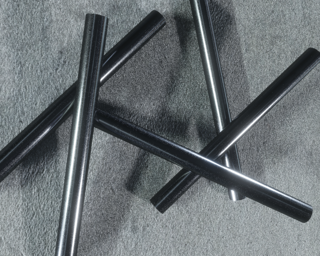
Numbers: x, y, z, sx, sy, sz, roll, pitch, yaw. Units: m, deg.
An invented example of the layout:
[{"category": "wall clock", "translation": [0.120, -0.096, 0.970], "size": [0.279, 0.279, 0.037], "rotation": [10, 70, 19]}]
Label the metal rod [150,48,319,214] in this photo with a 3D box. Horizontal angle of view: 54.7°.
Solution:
[{"category": "metal rod", "translation": [0.104, 0.001, 0.418], "size": [0.300, 0.025, 0.025], "rotation": [-43, 104, -4]}]

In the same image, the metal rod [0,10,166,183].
[{"category": "metal rod", "translation": [-0.101, -0.038, 0.371], "size": [0.025, 0.025, 0.301], "rotation": [47, 76, -14]}]

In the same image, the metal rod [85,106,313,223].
[{"category": "metal rod", "translation": [0.050, 0.046, 0.387], "size": [0.301, 0.025, 0.025], "rotation": [25, 82, -3]}]

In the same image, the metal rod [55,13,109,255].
[{"category": "metal rod", "translation": [-0.092, 0.023, 0.356], "size": [0.025, 0.025, 0.298], "rotation": [7, 95, -20]}]

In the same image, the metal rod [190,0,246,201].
[{"category": "metal rod", "translation": [0.082, -0.044, 0.439], "size": [0.025, 0.025, 0.298], "rotation": [-14, 95, -20]}]
